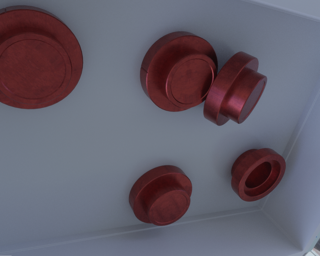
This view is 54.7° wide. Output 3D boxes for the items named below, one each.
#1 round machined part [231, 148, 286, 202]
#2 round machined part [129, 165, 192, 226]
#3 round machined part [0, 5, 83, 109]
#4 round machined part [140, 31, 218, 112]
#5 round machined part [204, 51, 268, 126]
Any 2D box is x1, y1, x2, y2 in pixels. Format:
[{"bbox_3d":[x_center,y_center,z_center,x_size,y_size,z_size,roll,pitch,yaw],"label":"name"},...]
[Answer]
[{"bbox_3d":[0.163,0.075,0.533,0.099,0.042,0.097,-14,124,-21],"label":"round machined part"},{"bbox_3d":[0.006,0.108,0.468,0.099,0.042,0.097,-14,124,-21],"label":"round machined part"},{"bbox_3d":[-0.122,-0.061,0.293,0.099,0.042,0.097,-14,124,-21],"label":"round machined part"},{"bbox_3d":[0.029,-0.063,0.375,0.099,0.042,0.097,-14,124,-21],"label":"round machined part"},{"bbox_3d":[0.101,-0.044,0.398,0.098,0.042,0.097,-44,154,-28],"label":"round machined part"}]
